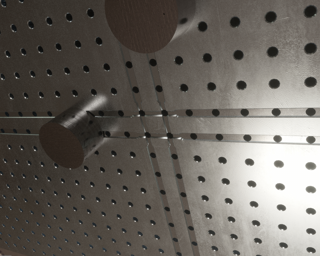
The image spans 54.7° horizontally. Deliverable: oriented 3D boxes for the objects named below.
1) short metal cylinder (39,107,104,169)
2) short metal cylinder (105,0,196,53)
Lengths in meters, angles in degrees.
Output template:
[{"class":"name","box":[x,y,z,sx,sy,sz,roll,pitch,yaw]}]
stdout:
[{"class":"short metal cylinder","box":[-0.135,0.015,0.473,0.080,0.050,0.079,13,124,20]},{"class":"short metal cylinder","box":[-0.009,-0.124,0.322,0.080,0.050,0.079,13,124,20]}]
